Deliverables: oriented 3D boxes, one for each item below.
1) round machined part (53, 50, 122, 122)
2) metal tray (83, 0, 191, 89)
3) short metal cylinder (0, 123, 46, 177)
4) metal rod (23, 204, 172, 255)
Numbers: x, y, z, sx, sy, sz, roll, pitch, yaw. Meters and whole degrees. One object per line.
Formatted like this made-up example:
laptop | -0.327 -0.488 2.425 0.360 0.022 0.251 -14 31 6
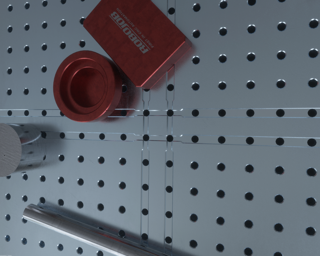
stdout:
round machined part | -0.097 -0.056 0.438 0.098 0.042 0.097 0 90 20
metal tray | -0.033 -0.128 0.422 0.090 0.030 0.130 -44 77 14
short metal cylinder | -0.227 0.032 0.479 0.080 0.050 0.080 0 90 20
metal rod | -0.066 0.163 0.435 0.301 0.025 0.025 13 95 19
